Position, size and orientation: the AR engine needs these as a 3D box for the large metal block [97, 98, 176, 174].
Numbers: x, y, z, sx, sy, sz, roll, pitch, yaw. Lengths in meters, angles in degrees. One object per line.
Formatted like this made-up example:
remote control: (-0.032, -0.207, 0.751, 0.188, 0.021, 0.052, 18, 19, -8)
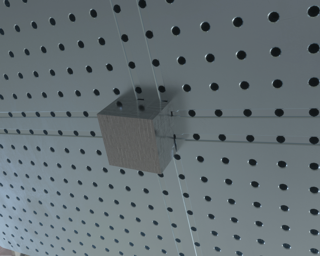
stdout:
large metal block: (-0.029, 0.009, 0.417, 0.080, 0.050, 0.080, 6, 121, 25)
